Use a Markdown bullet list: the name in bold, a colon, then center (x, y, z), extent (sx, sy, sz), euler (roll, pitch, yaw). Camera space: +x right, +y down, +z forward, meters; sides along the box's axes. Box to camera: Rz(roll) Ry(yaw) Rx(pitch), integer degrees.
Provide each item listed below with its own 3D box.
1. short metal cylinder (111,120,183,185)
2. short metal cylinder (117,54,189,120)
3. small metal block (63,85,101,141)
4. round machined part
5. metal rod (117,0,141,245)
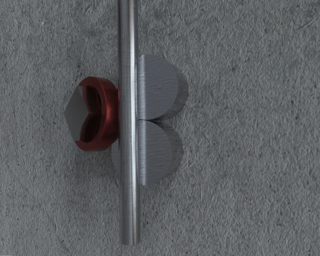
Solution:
- **short metal cylinder**: center (-0.015, 0.030, 0.402), extent (0.080, 0.050, 0.080), euler (0, 89, 20)
- **short metal cylinder**: center (-0.008, -0.050, 0.400), extent (0.080, 0.050, 0.079), euler (0, 90, 20)
- **small metal block**: center (-0.098, -0.018, 0.402), extent (0.050, 0.025, 0.050), euler (-53, 51, 32)
- **round machined part**: center (-0.079, -0.018, 0.415), extent (0.098, 0.042, 0.097), euler (-4, 84, 48)
- **metal rod**: center (-0.037, -0.014, 0.370), extent (0.025, 0.025, 0.298), euler (-1, 89, 20)
